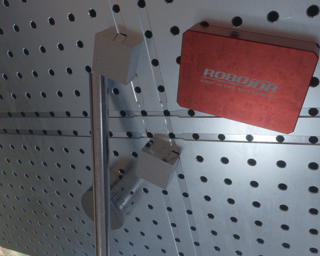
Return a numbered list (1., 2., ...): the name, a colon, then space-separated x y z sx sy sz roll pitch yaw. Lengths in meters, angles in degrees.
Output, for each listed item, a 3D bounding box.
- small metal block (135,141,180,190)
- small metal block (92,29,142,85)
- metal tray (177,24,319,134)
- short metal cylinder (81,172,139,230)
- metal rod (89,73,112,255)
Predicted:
1. small metal block: -0.004 0.054 0.447 0.050 0.025 0.050 24 127 13
2. small metal block: -0.054 -0.088 0.385 0.050 0.025 0.050 24 127 13
3. metal tray: 0.087 -0.053 0.329 0.130 0.030 0.089 16 125 19
4. short metal cylinder: -0.082 0.120 0.513 0.080 0.050 0.079 13 124 21
5. metal rod: -0.085 0.071 0.448 0.025 0.025 0.298 8 106 24
